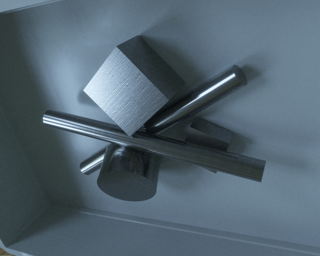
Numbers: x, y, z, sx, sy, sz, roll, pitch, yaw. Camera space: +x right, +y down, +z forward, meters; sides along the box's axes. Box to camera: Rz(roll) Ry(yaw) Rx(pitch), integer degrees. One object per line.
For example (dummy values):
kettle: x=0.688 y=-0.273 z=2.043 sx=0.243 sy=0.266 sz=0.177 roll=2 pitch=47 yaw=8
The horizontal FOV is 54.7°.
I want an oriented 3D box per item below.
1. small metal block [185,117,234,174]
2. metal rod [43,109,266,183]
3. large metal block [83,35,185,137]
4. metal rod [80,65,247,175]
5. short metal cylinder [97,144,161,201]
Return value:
small metal block: x=0.058 y=0.022 z=0.387 sx=0.050 sy=0.025 sz=0.050 roll=24 pitch=127 yaw=13
metal rod: x=-0.023 y=0.017 z=0.395 sx=0.301 sy=0.025 sz=0.025 roll=13 pitch=124 yaw=20
large metal block: x=-0.031 y=-0.050 z=0.374 sx=0.080 sy=0.050 sz=0.080 roll=46 pitch=129 yaw=-4
metal rod: x=-0.018 y=0.005 z=0.417 sx=0.299 sy=0.025 sz=0.025 roll=-31 pitch=102 yaw=37
short metal cylinder: x=-0.042 y=0.060 z=0.430 sx=0.080 sy=0.050 sz=0.080 roll=5 pitch=140 yaw=5
